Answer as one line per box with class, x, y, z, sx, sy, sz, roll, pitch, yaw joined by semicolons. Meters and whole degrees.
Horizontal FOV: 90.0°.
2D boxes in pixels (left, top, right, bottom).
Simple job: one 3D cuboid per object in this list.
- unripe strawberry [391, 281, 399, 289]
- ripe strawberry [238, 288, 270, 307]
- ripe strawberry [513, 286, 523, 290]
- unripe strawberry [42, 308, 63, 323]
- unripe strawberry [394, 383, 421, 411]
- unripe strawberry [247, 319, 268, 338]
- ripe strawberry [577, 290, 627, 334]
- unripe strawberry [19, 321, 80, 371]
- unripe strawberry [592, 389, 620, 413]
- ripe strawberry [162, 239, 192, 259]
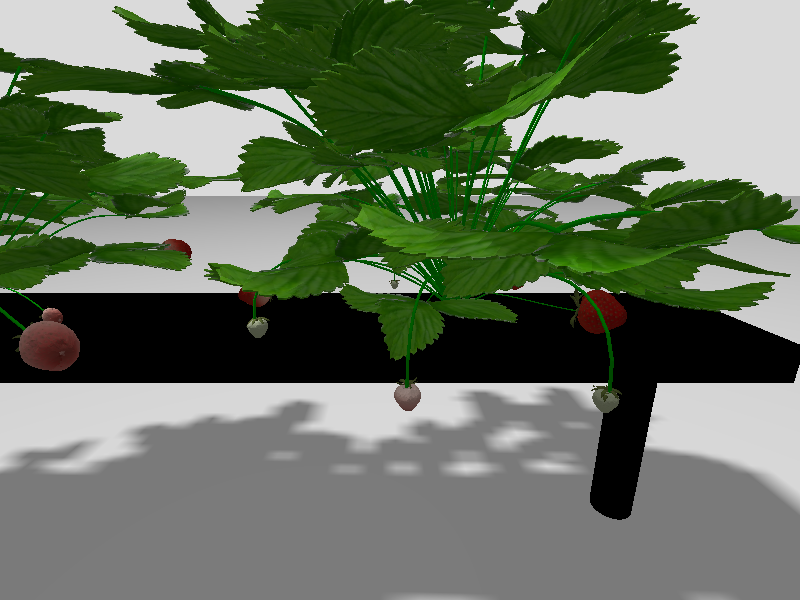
unripe strawberry;-0.006;-0.017;0.448;0.009;0.010;0.010;-11;20;-32
ripe strawberry;-0.140;-0.007;0.384;0.030;0.029;0.027;-7;15;8
ripe strawberry;0.130;-0.023;0.442;0.020;0.023;0.022;16;22;42
unripe strawberry;-0.286;0.014;0.331;0.014;0.015;0.013;19;21;13
unripe strawberry;0.004;0.051;0.209;0.014;0.015;0.015;5;17;15
unripe strawberry;-0.109;0.022;0.309;0.015;0.015;0.014;-6;17;-20
ripe strawberry;0.157;0.010;0.311;0.035;0.034;0.038;9;19;26
unripe strawberry;-0.216;0.029;0.248;0.031;0.032;0.029;11;20;31
unripe strawberry;0.104;0.051;0.202;0.012;0.012;0.012;-5;17;-17
ripe strawberry;-0.305;-0.064;0.549;0.036;0.041;0.040;8;18;25
